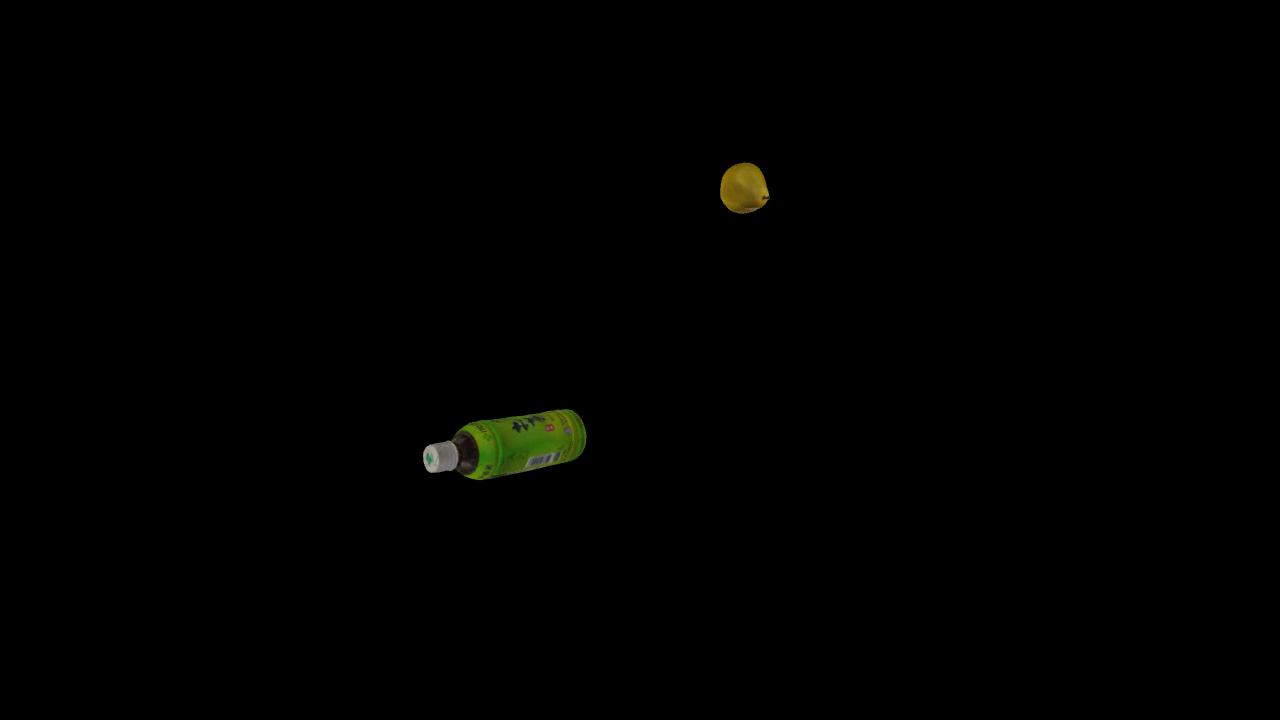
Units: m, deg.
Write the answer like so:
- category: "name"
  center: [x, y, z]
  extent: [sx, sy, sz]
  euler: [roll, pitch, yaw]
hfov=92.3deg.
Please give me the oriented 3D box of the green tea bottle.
- category: "green tea bottle"
  center: [-0.157, 0.103, 0.735]
  extent: [0.073, 0.073, 0.212]
  euler: [0, 2, 36]

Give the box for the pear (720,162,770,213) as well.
- category: "pear"
  center: [0.178, -0.264, 0.978]
  extent: [0.080, 0.080, 0.111]
  euler: [0, 37, -31]
